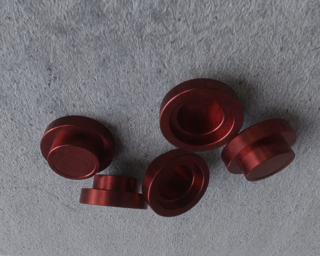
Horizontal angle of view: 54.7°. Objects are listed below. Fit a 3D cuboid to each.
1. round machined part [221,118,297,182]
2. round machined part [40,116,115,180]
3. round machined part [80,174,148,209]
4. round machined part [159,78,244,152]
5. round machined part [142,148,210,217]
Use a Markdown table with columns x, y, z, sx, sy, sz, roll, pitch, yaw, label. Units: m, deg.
| x | y | z | sx | sy | sz | roll | pitch | yaw | label |
| --- | --- | --- | --- | --- | --- | --- | --- | --- | --- |
| 0.134 | 0.034 | 0.403 | 0.099 | 0.042 | 0.098 | -17 | 147 | -11 | round machined part |
| -0.114 | 0.034 | 0.423 | 0.099 | 0.042 | 0.097 | 0 | 130 | 0 | round machined part |
| -0.065 | 0.093 | 0.454 | 0.099 | 0.042 | 0.098 | 5 | 166 | 2 | round machined part |
| 0.049 | -0.020 | 0.379 | 0.099 | 0.042 | 0.097 | 0 | 130 | 0 | round machined part |
| 0.018 | 0.073 | 0.439 | 0.099 | 0.042 | 0.097 | -12 | 117 | -26 | round machined part |
